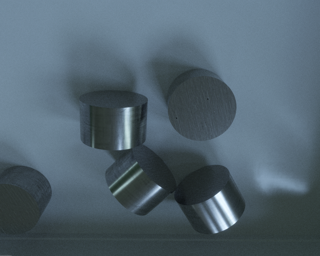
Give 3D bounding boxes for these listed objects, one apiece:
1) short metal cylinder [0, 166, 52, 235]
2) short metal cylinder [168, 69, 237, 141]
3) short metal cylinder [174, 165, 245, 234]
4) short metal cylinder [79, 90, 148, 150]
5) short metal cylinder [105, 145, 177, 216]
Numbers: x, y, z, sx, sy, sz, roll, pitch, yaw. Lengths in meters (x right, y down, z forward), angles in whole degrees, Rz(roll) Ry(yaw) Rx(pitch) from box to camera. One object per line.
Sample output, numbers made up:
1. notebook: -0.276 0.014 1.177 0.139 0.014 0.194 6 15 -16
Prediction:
1. short metal cylinder: -0.200 0.100 0.433 0.081 0.050 0.079 0 110 0
2. short metal cylinder: 0.050 -0.030 0.387 0.081 0.050 0.079 0 110 0
3. short metal cylinder: 0.067 0.094 0.417 0.080 0.080 0.050 -27 108 9
4. short metal cylinder: -0.056 -0.012 0.377 0.081 0.080 0.050 3 110 -1
5. short metal cylinder: -0.024 0.066 0.406 0.080 0.080 0.050 43 105 -14
